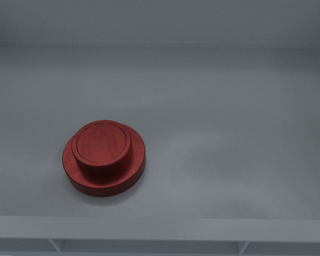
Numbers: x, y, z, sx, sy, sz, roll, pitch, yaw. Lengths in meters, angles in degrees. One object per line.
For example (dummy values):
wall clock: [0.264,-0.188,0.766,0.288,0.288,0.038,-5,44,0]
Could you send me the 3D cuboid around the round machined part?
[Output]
round machined part: [-0.067,0.029,0.370,0.099,0.042,0.098,0,50,0]
